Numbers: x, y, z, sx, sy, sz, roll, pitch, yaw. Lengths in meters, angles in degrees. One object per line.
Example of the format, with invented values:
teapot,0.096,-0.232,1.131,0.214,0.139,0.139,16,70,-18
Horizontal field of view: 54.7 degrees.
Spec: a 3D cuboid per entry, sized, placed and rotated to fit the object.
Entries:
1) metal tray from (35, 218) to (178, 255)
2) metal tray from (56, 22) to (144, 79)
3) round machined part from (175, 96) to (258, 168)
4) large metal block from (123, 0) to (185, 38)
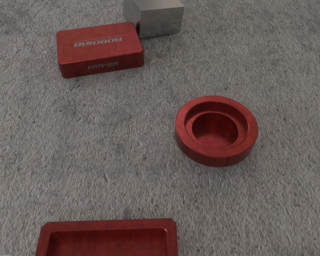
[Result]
metal tray,-0.048,0.134,0.286,0.131,0.030,0.090,-1,50,-1
metal tray,-0.099,-0.130,0.509,0.131,0.030,0.090,-11,51,-9
round machined part,0.067,0.008,0.386,0.099,0.042,0.098,0,50,0
large metal block,-0.014,-0.210,0.556,0.081,0.050,0.080,-14,51,-22
